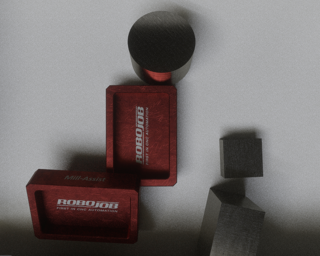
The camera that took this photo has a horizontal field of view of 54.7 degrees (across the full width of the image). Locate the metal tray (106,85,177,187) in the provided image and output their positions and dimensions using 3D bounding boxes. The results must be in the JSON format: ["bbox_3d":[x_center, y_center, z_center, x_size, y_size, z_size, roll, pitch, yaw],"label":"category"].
[{"bbox_3d":[-0.024,0.010,0.408,0.091,0.030,0.129,0,90,-1],"label":"metal tray"}]

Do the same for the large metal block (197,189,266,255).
[{"bbox_3d":[0.084,0.127,0.385,0.050,0.080,0.080,12,90,0],"label":"large metal block"}]

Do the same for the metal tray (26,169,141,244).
[{"bbox_3d":[-0.091,0.099,0.388,0.131,0.030,0.089,3,117,-1],"label":"metal tray"}]

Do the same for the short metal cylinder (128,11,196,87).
[{"bbox_3d":[0.002,-0.098,0.392,0.081,0.050,0.080,0,79,0],"label":"short metal cylinder"}]

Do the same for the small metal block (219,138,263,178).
[{"bbox_3d":[0.108,0.039,0.413,0.050,0.025,0.050,-2,90,-1],"label":"small metal block"}]
